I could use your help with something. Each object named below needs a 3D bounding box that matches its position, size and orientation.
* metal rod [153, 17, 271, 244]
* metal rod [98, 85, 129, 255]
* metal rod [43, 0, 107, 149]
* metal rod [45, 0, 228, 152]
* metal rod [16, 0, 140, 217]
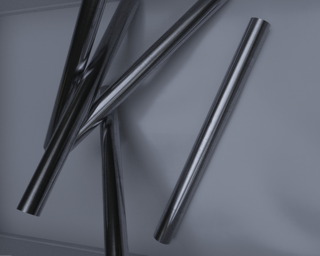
[{"bbox_3d":[0.061,0.010,0.388,0.025,0.025,0.298,26,98,18],"label":"metal rod"},{"bbox_3d":[-0.054,0.074,0.360,0.025,0.025,0.299,-21,57,18],"label":"metal rod"},{"bbox_3d":[-0.104,-0.078,0.383,0.025,0.025,0.298,40,127,15],"label":"metal rod"},{"bbox_3d":[-0.028,-0.068,0.388,0.300,0.025,0.025,-44,76,2],"label":"metal rod"},{"bbox_3d":[-0.090,-0.043,0.377,0.025,0.025,0.300,14,70,19],"label":"metal rod"}]
